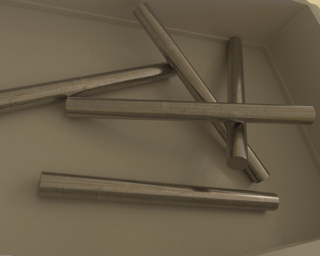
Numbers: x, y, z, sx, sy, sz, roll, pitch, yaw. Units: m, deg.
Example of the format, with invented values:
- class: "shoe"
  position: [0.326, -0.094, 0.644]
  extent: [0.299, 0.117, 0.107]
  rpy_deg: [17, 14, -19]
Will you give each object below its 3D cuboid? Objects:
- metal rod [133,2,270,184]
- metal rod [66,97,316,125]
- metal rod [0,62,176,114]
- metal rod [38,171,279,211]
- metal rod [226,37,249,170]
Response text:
- class: "metal rod"
  position: [0.058, -0.050, 0.443]
  extent: [0.025, 0.025, 0.299]
  rpy_deg: [-35, 89, -38]
- class: "metal rod"
  position: [0.042, -0.020, 0.380]
  extent: [0.302, 0.025, 0.025]
  rpy_deg: [2, 59, -6]
- class: "metal rod"
  position: [-0.100, -0.051, 0.382]
  extent: [0.302, 0.025, 0.025]
  rpy_deg: [-18, 71, -35]
- class: "metal rod"
  position: [0.018, 0.078, 0.366]
  extent: [0.302, 0.025, 0.025]
  rpy_deg: [10, 58, -23]
- class: "metal rod"
  position: [0.115, -0.059, 0.469]
  extent: [0.025, 0.025, 0.300]
  rpy_deg: [27, 42, -12]
